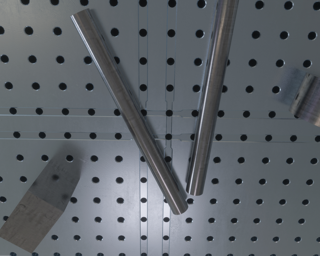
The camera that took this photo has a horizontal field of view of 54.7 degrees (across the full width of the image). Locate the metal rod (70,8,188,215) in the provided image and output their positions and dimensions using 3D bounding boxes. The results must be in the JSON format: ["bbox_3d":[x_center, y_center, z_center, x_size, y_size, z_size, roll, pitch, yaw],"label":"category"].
[{"bbox_3d":[-0.032,-0.007,0.410,0.025,0.025,0.299,-23,109,8],"label":"metal rod"}]

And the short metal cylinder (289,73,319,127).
[{"bbox_3d":[0.206,-0.030,0.375,0.080,0.080,0.050,16,109,-6],"label":"short metal cylinder"}]

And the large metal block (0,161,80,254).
[{"bbox_3d":[-0.162,0.105,0.421,0.050,0.080,0.080,35,106,-12],"label":"large metal block"}]

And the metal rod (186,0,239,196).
[{"bbox_3d":[0.067,-0.048,0.396,0.025,0.025,0.298,6,110,-3],"label":"metal rod"}]
